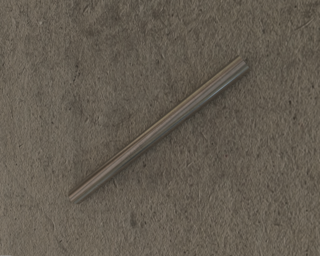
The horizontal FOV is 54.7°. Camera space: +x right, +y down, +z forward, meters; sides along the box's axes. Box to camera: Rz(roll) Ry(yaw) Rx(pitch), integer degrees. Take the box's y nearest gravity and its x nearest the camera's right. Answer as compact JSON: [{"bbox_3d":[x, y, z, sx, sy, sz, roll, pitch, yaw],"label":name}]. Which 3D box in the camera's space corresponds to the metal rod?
[{"bbox_3d":[-0.011,0.011,0.414,0.300,0.025,0.025,-38,78,15],"label":"metal rod"}]
